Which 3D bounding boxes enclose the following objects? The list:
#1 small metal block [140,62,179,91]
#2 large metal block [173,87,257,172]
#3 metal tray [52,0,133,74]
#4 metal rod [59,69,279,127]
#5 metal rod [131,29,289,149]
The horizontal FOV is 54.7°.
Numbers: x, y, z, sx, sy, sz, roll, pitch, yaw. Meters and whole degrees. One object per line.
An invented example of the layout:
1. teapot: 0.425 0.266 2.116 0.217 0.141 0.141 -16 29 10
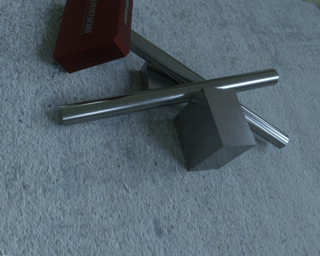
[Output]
1. small metal block: 0.000 -0.065 0.446 0.050 0.025 0.050 8 58 -24
2. large metal block: 0.067 0.004 0.404 0.050 0.080 0.080 0 62 -29
3. metal tray: -0.084 -0.139 0.405 0.030 0.090 0.130 52 32 -52
4. metal rod: 0.027 -0.044 0.404 0.302 0.025 0.025 -12 68 -20
5. metal rod: 0.067 -0.054 0.447 0.301 0.025 0.025 31 51 -15
